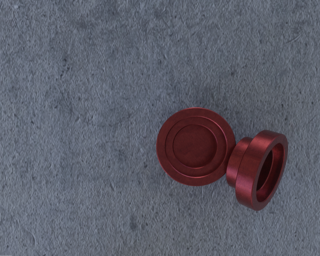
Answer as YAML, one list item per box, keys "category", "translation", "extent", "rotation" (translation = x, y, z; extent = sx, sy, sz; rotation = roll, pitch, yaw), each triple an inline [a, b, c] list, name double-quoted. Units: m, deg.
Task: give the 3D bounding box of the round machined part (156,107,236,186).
- category: "round machined part"
  translation: [0.044, 0.023, 0.402]
  extent: [0.099, 0.042, 0.097]
  rotation: [0, 90, 0]

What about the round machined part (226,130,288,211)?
- category: "round machined part"
  translation: [0.118, 0.049, 0.384]
  extent: [0.042, 0.098, 0.098]
  rotation: [19, 90, 38]
